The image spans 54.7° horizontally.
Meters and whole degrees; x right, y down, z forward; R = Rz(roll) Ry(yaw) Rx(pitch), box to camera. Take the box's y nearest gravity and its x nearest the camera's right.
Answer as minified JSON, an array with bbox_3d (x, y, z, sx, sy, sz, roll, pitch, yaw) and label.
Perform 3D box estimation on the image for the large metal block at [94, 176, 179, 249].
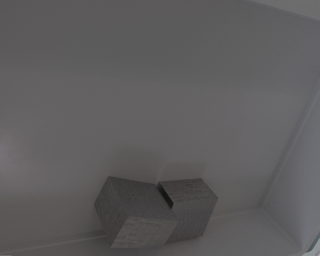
[{"bbox_3d":[-0.034,0.116,0.426,0.081,0.080,0.050,17,109,-35],"label":"large metal block"}]

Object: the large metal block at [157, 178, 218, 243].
[{"bbox_3d":[0.034,0.130,0.491,0.081,0.050,0.079,1,118,-29],"label":"large metal block"}]
